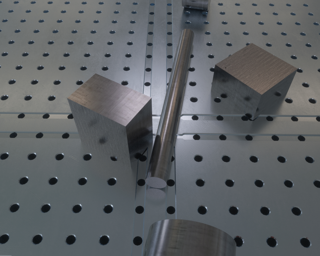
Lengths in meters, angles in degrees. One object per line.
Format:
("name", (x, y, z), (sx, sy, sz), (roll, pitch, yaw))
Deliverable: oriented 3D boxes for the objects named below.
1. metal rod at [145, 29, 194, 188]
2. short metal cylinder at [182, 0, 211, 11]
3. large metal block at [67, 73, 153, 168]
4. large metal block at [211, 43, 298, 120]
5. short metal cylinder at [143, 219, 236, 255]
("metal rod", (0.022, -0.050, 0.449), (0.025, 0.025, 0.300), (8, 50, 6))
("short metal cylinder", (0.075, -0.274, 0.602), (0.050, 0.080, 0.080), (11, 51, 9))
("large metal block", (-0.057, -0.009, 0.379), (0.080, 0.080, 0.050), (25, 55, 19))
("large metal block", (0.134, -0.070, 0.451), (0.080, 0.050, 0.080), (-33, 58, -25))
("short metal cylinder", (0.024, 0.121, 0.270), (0.080, 0.080, 0.050), (9, 51, 8))
